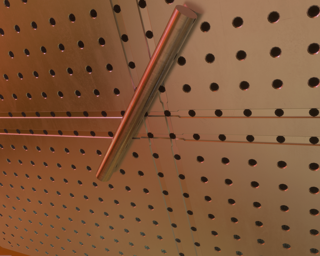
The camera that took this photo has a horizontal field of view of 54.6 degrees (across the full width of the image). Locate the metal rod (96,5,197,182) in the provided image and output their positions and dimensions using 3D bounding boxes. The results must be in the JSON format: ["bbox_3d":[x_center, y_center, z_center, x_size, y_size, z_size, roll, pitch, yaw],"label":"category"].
[{"bbox_3d":[-0.033,-0.021,0.415,0.025,0.025,0.298,35,129,5],"label":"metal rod"}]
